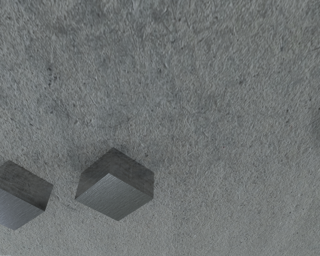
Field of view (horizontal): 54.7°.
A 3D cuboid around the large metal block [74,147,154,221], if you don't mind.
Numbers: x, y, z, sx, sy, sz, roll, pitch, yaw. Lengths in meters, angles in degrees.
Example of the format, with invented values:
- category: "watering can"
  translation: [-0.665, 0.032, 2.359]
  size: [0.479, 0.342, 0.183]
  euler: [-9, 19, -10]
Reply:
- category: "large metal block"
  translation: [-0.066, 0.086, 0.463]
  size: [0.080, 0.050, 0.080]
  euler: [36, 121, -27]

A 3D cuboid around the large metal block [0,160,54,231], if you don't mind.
- category: "large metal block"
  translation: [-0.229, 0.106, 0.479]
  size: [0.080, 0.050, 0.080]
  euler: [-34, 123, 25]
